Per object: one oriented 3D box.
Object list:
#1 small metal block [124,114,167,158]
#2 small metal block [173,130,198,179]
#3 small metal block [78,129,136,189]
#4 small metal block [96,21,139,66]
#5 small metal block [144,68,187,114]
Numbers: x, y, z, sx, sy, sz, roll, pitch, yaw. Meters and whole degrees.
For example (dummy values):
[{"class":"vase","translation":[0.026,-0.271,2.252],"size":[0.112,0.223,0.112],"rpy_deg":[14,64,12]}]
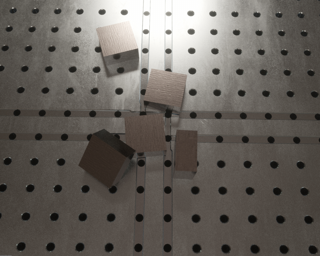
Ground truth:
[{"class":"small metal block","translation":[-0.019,0.011,0.408],"size":[0.050,0.025,0.050],"rpy_deg":[-5,70,-2]},{"class":"small metal block","translation":[0.031,0.034,0.386],"size":[0.025,0.050,0.050],"rpy_deg":[3,70,1]},{"class":"small metal block","translation":[-0.066,0.037,0.383],"size":[0.050,0.025,0.050],"rpy_deg":[34,113,11]},{"class":"small metal block","translation":[-0.062,-0.125,0.457],"size":[0.050,0.025,0.050],"rpy_deg":[-15,71,-6]},{"class":"small metal block","translation":[0.008,-0.051,0.430],"size":[0.050,0.025,0.050],"rpy_deg":[11,70,3]}]
